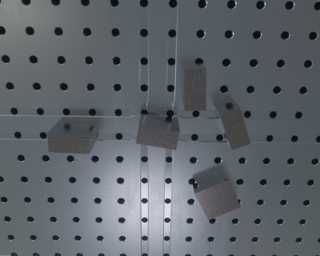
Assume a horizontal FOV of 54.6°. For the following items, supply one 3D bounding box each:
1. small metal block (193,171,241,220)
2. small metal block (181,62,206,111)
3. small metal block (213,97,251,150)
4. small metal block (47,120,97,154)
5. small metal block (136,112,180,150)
[{"bbox_3d":[0.082,0.098,0.450,0.050,0.025,0.050,-25,108,8],"label":"small metal block"},{"bbox_3d":[0.041,-0.052,0.381,0.025,0.050,0.050,-3,110,1],"label":"small metal block"},{"bbox_3d":[0.091,-0.007,0.398,0.025,0.050,0.050,-19,109,7],"label":"small metal block"},{"bbox_3d":[-0.112,0.011,0.403,0.050,0.050,0.025,3,110,-1],"label":"small metal block"},{"bbox_3d":[-0.003,0.003,0.401,0.050,0.050,0.025,10,110,-4],"label":"small metal block"}]
